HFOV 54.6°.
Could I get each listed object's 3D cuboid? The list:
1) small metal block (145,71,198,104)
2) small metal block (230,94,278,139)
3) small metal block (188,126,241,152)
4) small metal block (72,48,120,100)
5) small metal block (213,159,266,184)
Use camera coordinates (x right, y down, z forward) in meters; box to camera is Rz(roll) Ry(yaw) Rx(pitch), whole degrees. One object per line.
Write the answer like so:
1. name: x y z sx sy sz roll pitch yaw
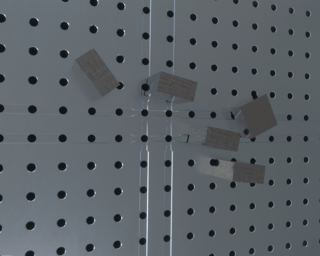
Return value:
1. small metal block: 0.013 -0.051 0.404 0.050 0.050 0.025 13 86 -20
2. small metal block: 0.141 -0.018 0.464 0.050 0.025 0.050 -26 99 -18
3. small metal block: 0.073 0.014 0.426 0.050 0.050 0.025 12 86 -20
4. small metal block: -0.078 -0.062 0.370 0.025 0.050 0.050 -39 103 -16
5. small metal block: 0.112 0.061 0.440 0.050 0.050 0.025 8 88 -20
